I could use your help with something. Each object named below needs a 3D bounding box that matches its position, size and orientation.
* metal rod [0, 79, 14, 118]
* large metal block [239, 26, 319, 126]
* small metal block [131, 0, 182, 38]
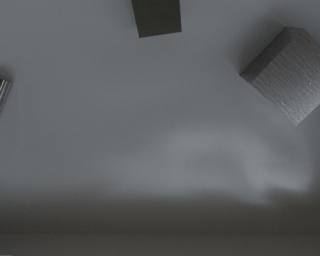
[{"bbox_3d":[-0.245,0.081,0.372,0.025,0.025,0.299,20,83,-7],"label":"metal rod"},{"bbox_3d":[0.160,-0.064,0.377,0.080,0.050,0.080,38,105,-13],"label":"large metal block"},{"bbox_3d":[-0.003,-0.133,0.349,0.050,0.025,0.050,-8,146,2],"label":"small metal block"}]
